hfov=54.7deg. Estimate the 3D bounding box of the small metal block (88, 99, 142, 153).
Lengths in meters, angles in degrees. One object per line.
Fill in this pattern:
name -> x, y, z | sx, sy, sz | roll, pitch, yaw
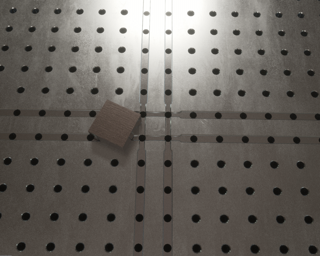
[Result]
small metal block -> -0.059, -0.003, 0.412 | 0.050, 0.025, 0.050 | 24, 72, 8
